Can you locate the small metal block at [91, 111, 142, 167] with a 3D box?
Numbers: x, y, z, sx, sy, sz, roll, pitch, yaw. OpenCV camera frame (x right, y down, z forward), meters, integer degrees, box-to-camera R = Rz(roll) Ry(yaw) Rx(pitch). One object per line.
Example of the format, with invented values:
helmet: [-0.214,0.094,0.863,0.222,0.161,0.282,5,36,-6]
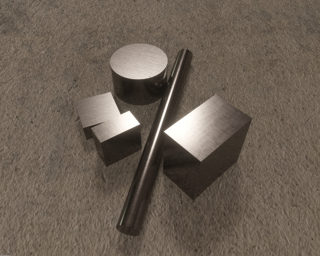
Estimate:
small metal block: [-0.051,0.014,0.375,0.050,0.050,0.025,-26,55,-21]

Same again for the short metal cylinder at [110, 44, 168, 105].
short metal cylinder: [-0.030,-0.079,0.453,0.081,0.050,0.080,0,50,0]

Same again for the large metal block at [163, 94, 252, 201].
large metal block: [0.050,0.022,0.350,0.080,0.080,0.050,-36,59,-26]

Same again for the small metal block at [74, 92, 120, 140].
small metal block: [-0.082,-0.017,0.416,0.050,0.025,0.050,-17,52,-15]

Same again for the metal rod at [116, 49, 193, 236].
metal rod: [0.004,-0.007,0.408,0.025,0.025,0.300,11,51,9]
